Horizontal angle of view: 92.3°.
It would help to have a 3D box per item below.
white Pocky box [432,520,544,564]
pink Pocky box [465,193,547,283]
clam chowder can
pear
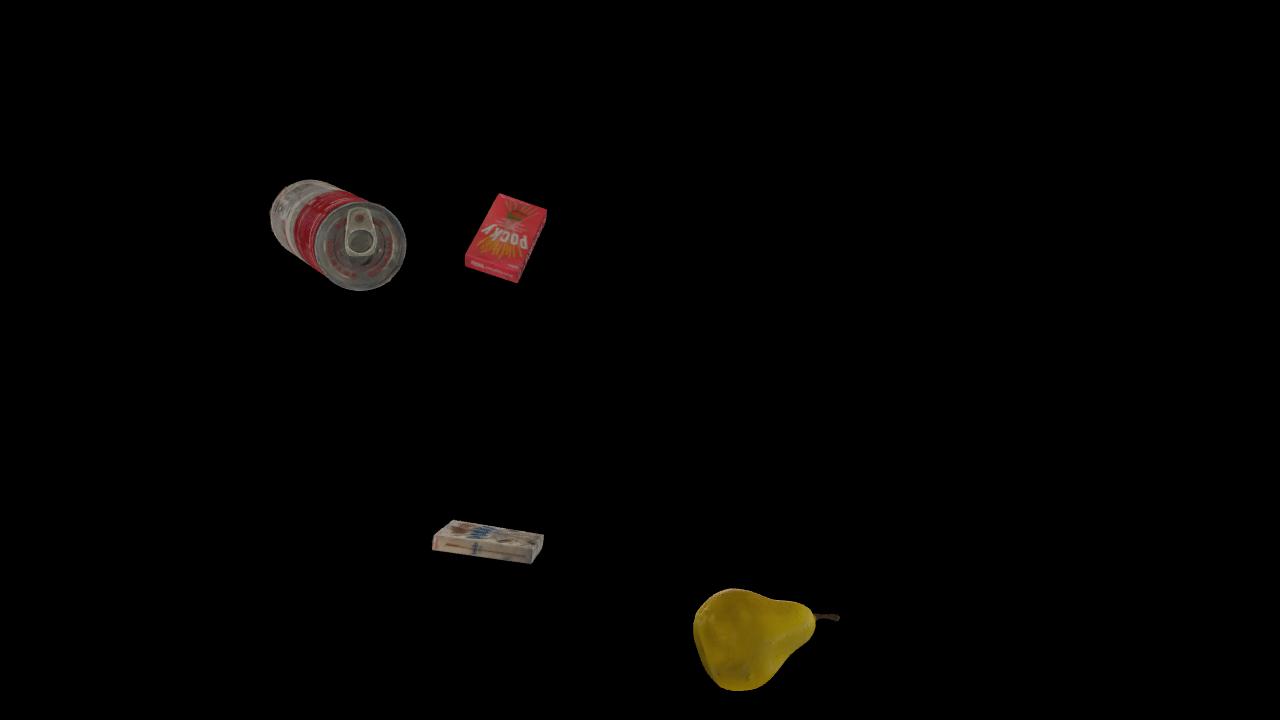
[{"bbox_3d":[-0.233,0.283,0.956,0.154,0.028,0.084,8,1,2],"label":"white Pocky box"},{"bbox_3d":[-0.205,-0.191,0.953,0.084,0.155,0.029,18,-38,-5],"label":"pink Pocky box"},{"bbox_3d":[-0.240,-0.101,0.485,0.102,0.068,0.068,26,17,38],"label":"clam chowder can"},{"bbox_3d":[0.100,0.214,0.493,0.111,0.080,0.080,-15,3,-12],"label":"pear"}]
